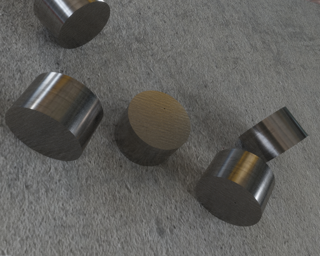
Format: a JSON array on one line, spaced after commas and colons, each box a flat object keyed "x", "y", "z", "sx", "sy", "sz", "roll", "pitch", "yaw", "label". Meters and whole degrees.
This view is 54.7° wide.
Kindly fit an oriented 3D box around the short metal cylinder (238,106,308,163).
[{"x": 0.162, "y": 0.012, "z": 0.448, "sx": 0.081, "sy": 0.080, "sz": 0.050, "roll": -24, "pitch": 75, "yaw": -36, "label": "short metal cylinder"}]

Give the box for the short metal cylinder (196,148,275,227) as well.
[{"x": 0.091, "y": 0.071, "z": 0.373, "sx": 0.080, "sy": 0.080, "sz": 0.050, "roll": 42, "pitch": 51, "yaw": 0, "label": "short metal cylinder"}]

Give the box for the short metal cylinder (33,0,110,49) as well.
[{"x": -0.112, "y": -0.149, "z": 0.399, "sx": 0.050, "sy": 0.080, "sz": 0.081, "roll": 50, "pitch": 51, "yaw": 6, "label": "short metal cylinder"}]

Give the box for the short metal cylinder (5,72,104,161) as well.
[{"x": -0.106, "y": -0.010, "z": 0.318, "sx": 0.080, "sy": 0.080, "sz": 0.050, "roll": 30, "pitch": 52, "yaw": -10, "label": "short metal cylinder"}]

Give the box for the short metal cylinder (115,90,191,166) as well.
[{"x": -0.010, "y": 0.001, "z": 0.382, "sx": 0.081, "sy": 0.050, "sz": 0.080, "roll": 14, "pitch": 56, "yaw": -21, "label": "short metal cylinder"}]
